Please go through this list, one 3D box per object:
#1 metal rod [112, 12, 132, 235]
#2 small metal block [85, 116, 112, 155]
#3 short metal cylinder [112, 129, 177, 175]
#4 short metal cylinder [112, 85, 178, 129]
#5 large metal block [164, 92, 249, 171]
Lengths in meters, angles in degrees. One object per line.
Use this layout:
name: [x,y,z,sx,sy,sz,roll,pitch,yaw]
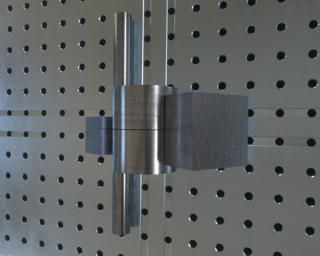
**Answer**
metal rod: [-0.052,-0.006,0.426,0.025,0.025,0.298,0,90,20]
small metal block: [-0.081,0.010,0.425,0.050,0.025,0.050,0,89,54]
short metal cylinder: [-0.019,0.027,0.385,0.080,0.080,0.050,1,90,20]
short metal cylinder: [-0.019,-0.024,0.385,0.080,0.080,0.050,1,90,20]
large metal block: [0.053,0.003,0.353,0.050,0.081,0.079,2,92,58]
